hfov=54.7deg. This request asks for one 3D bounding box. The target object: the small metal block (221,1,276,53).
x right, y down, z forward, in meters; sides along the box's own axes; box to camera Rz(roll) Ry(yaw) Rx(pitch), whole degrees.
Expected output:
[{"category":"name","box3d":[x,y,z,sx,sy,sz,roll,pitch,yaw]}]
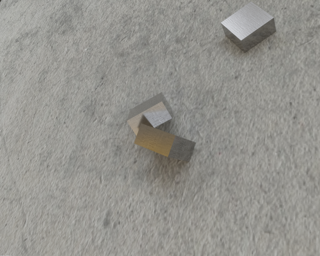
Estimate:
[{"category":"small metal block","box3d":[0.121,-0.139,0.425,0.050,0.025,0.050,-35,52,5]}]

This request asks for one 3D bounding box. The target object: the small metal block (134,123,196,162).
[{"category":"small metal block","box3d":[0.007,0.018,0.369,0.050,0.050,0.025,19,89,35]}]

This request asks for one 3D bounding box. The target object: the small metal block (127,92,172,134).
[{"category":"small metal block","box3d":[-0.013,-0.019,0.405,0.050,0.025,0.050,-28,17,10]}]
